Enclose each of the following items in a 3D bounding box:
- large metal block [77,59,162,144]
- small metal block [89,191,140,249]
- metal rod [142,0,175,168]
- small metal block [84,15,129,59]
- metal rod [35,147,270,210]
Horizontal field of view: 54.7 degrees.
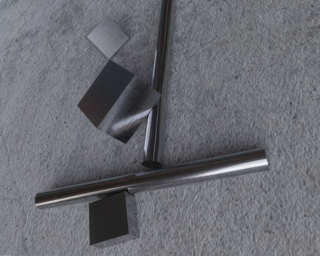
[{"bbox_3d":[-0.058,-0.037,0.421,0.080,0.050,0.080,-54,40,3],"label":"large metal block"},{"bbox_3d":[-0.055,0.109,0.365,0.050,0.025,0.050,-21,54,15],"label":"small metal block"},{"bbox_3d":[0.002,-0.085,0.453,0.025,0.025,0.299,-9,58,23],"label":"metal rod"},{"bbox_3d":[-0.090,-0.153,0.523,0.050,0.050,0.025,-48,28,-6],"label":"small metal block"},{"bbox_3d":[-0.025,0.066,0.375,0.301,0.025,0.025,-14,56,20],"label":"metal rod"}]
